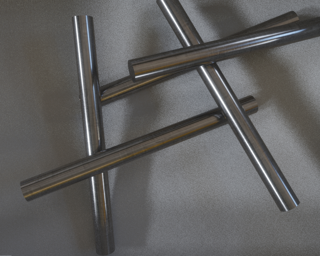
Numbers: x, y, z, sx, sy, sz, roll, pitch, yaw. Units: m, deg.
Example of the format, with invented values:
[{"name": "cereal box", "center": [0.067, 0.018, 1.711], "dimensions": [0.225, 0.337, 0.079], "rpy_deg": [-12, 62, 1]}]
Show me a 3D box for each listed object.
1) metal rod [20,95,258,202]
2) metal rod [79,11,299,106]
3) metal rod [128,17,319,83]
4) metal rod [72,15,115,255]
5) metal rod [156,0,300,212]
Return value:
[{"name": "metal rod", "center": [-0.015, 0.020, 0.382], "dimensions": [0.302, 0.025, 0.025], "rpy_deg": [-21, 90, -12]}, {"name": "metal rod", "center": [0.038, -0.088, 0.411], "dimensions": [0.301, 0.025, 0.025], "rpy_deg": [-22, 90, 0]}, {"name": "metal rod", "center": [0.109, -0.102, 0.374], "dimensions": [0.302, 0.025, 0.025], "rpy_deg": [-17, 90, -15]}, {"name": "metal rod", "center": [-0.083, 0.015, 0.391], "dimensions": [0.025, 0.025, 0.298], "rpy_deg": [-4, 98, 0]}, {"name": "metal rod", "center": [0.081, -0.036, 0.380], "dimensions": [0.025, 0.025, 0.299], "rpy_deg": [-30, 86, 0]}]
